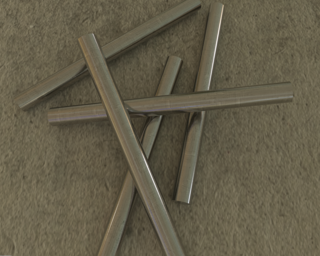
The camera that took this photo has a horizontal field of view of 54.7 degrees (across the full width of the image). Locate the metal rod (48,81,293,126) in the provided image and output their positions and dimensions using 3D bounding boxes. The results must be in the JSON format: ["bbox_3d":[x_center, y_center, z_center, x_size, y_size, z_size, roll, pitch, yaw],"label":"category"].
[{"bbox_3d":[0.005,-0.029,0.388,0.301,0.025,0.025,-5,70,9],"label":"metal rod"}]

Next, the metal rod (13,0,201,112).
[{"bbox_3d":[-0.067,-0.113,0.448,0.301,0.025,0.025,-34,74,-12],"label":"metal rod"}]

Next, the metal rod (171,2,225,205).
[{"bbox_3d":[0.056,-0.047,0.425,0.025,0.025,0.299,11,70,4],"label":"metal rod"}]

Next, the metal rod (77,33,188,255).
[{"bbox_3d":[-0.032,0.027,0.365,0.025,0.025,0.299,-22,84,-8],"label":"metal rod"}]

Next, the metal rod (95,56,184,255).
[{"bbox_3d":[-0.024,0.038,0.394,0.025,0.025,0.299,17,71,5],"label":"metal rod"}]
